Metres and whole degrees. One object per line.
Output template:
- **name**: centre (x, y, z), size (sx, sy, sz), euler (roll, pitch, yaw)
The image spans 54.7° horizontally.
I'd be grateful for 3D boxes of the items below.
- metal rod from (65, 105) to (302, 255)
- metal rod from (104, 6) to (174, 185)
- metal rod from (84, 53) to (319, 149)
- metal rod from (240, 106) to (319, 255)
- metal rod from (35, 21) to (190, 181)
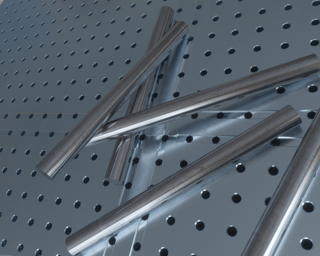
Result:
- **metal rod**: centre (0.021, 0.064, 0.356), size (0.300, 0.025, 0.025), euler (-32, 52, 7)
- **metal rod**: centre (-0.024, -0.063, 0.457), size (0.025, 0.025, 0.300), euler (1, 62, 28)
- **metal rod**: centre (0.040, -0.030, 0.384), size (0.301, 0.025, 0.025), euler (-18, 55, 10)
- **metal rod**: centre (0.118, 0.076, 0.299), size (0.025, 0.025, 0.300), euler (24, 74, 36)
- **metal rod**: centre (-0.046, -0.053, 0.415), size (0.025, 0.025, 0.301), euler (17, 55, 34)
